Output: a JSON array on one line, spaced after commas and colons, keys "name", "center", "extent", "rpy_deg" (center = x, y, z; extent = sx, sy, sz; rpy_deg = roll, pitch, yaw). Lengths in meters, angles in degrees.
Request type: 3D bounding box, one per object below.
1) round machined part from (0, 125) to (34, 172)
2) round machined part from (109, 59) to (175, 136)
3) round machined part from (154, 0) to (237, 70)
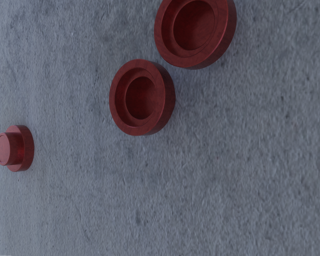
[{"name": "round machined part", "center": [-0.305, 0.043, 0.641], "extent": [0.098, 0.042, 0.097], "rpy_deg": [0, 90, 39]}, {"name": "round machined part", "center": [-0.019, -0.039, 0.407], "extent": [0.098, 0.042, 0.097], "rpy_deg": [0, 90, 39]}, {"name": "round machined part", "center": [0.044, -0.116, 0.357], "extent": [0.098, 0.042, 0.097], "rpy_deg": [0, 90, 39]}]
